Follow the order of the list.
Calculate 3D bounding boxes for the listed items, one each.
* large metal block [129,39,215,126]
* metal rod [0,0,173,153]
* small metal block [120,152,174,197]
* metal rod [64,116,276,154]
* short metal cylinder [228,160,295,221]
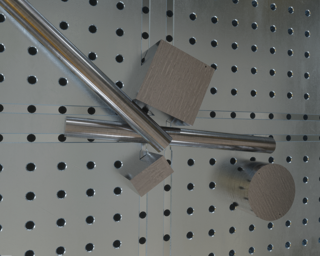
[{"bbox_3d":[0.013,-0.055,0.404,0.080,0.050,0.080,25,82,-19],"label":"large metal block"},{"bbox_3d":[-0.101,-0.080,0.360,0.300,0.025,0.025,43,76,-9],"label":"metal rod"},{"bbox_3d":[-0.017,0.057,0.393,0.050,0.050,0.025,-36,102,-16],"label":"small metal block"},{"bbox_3d":[0.028,0.013,0.422,0.302,0.025,0.025,6,88,-20],"label":"metal rod"},{"bbox_3d":[0.148,0.089,0.454,0.081,0.050,0.079,0,90,-20],"label":"short metal cylinder"}]
